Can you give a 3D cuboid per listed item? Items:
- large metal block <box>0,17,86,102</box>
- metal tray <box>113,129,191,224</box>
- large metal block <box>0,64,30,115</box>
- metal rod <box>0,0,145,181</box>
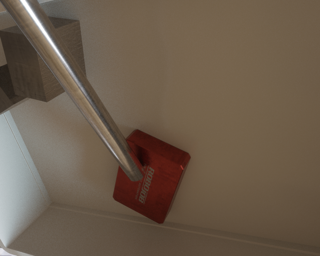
[{"bbox_3d":[-0.142,-0.089,0.391,0.050,0.080,0.079,14,124,20],"label":"large metal block"},{"bbox_3d":[-0.016,0.075,0.459,0.090,0.030,0.129,25,127,12],"label":"metal tray"},{"bbox_3d":[-0.216,-0.059,0.448,0.080,0.080,0.050,-20,108,35],"label":"large metal block"},{"bbox_3d":[-0.079,-0.033,0.321,0.025,0.025,0.299,3,141,26],"label":"metal rod"}]
